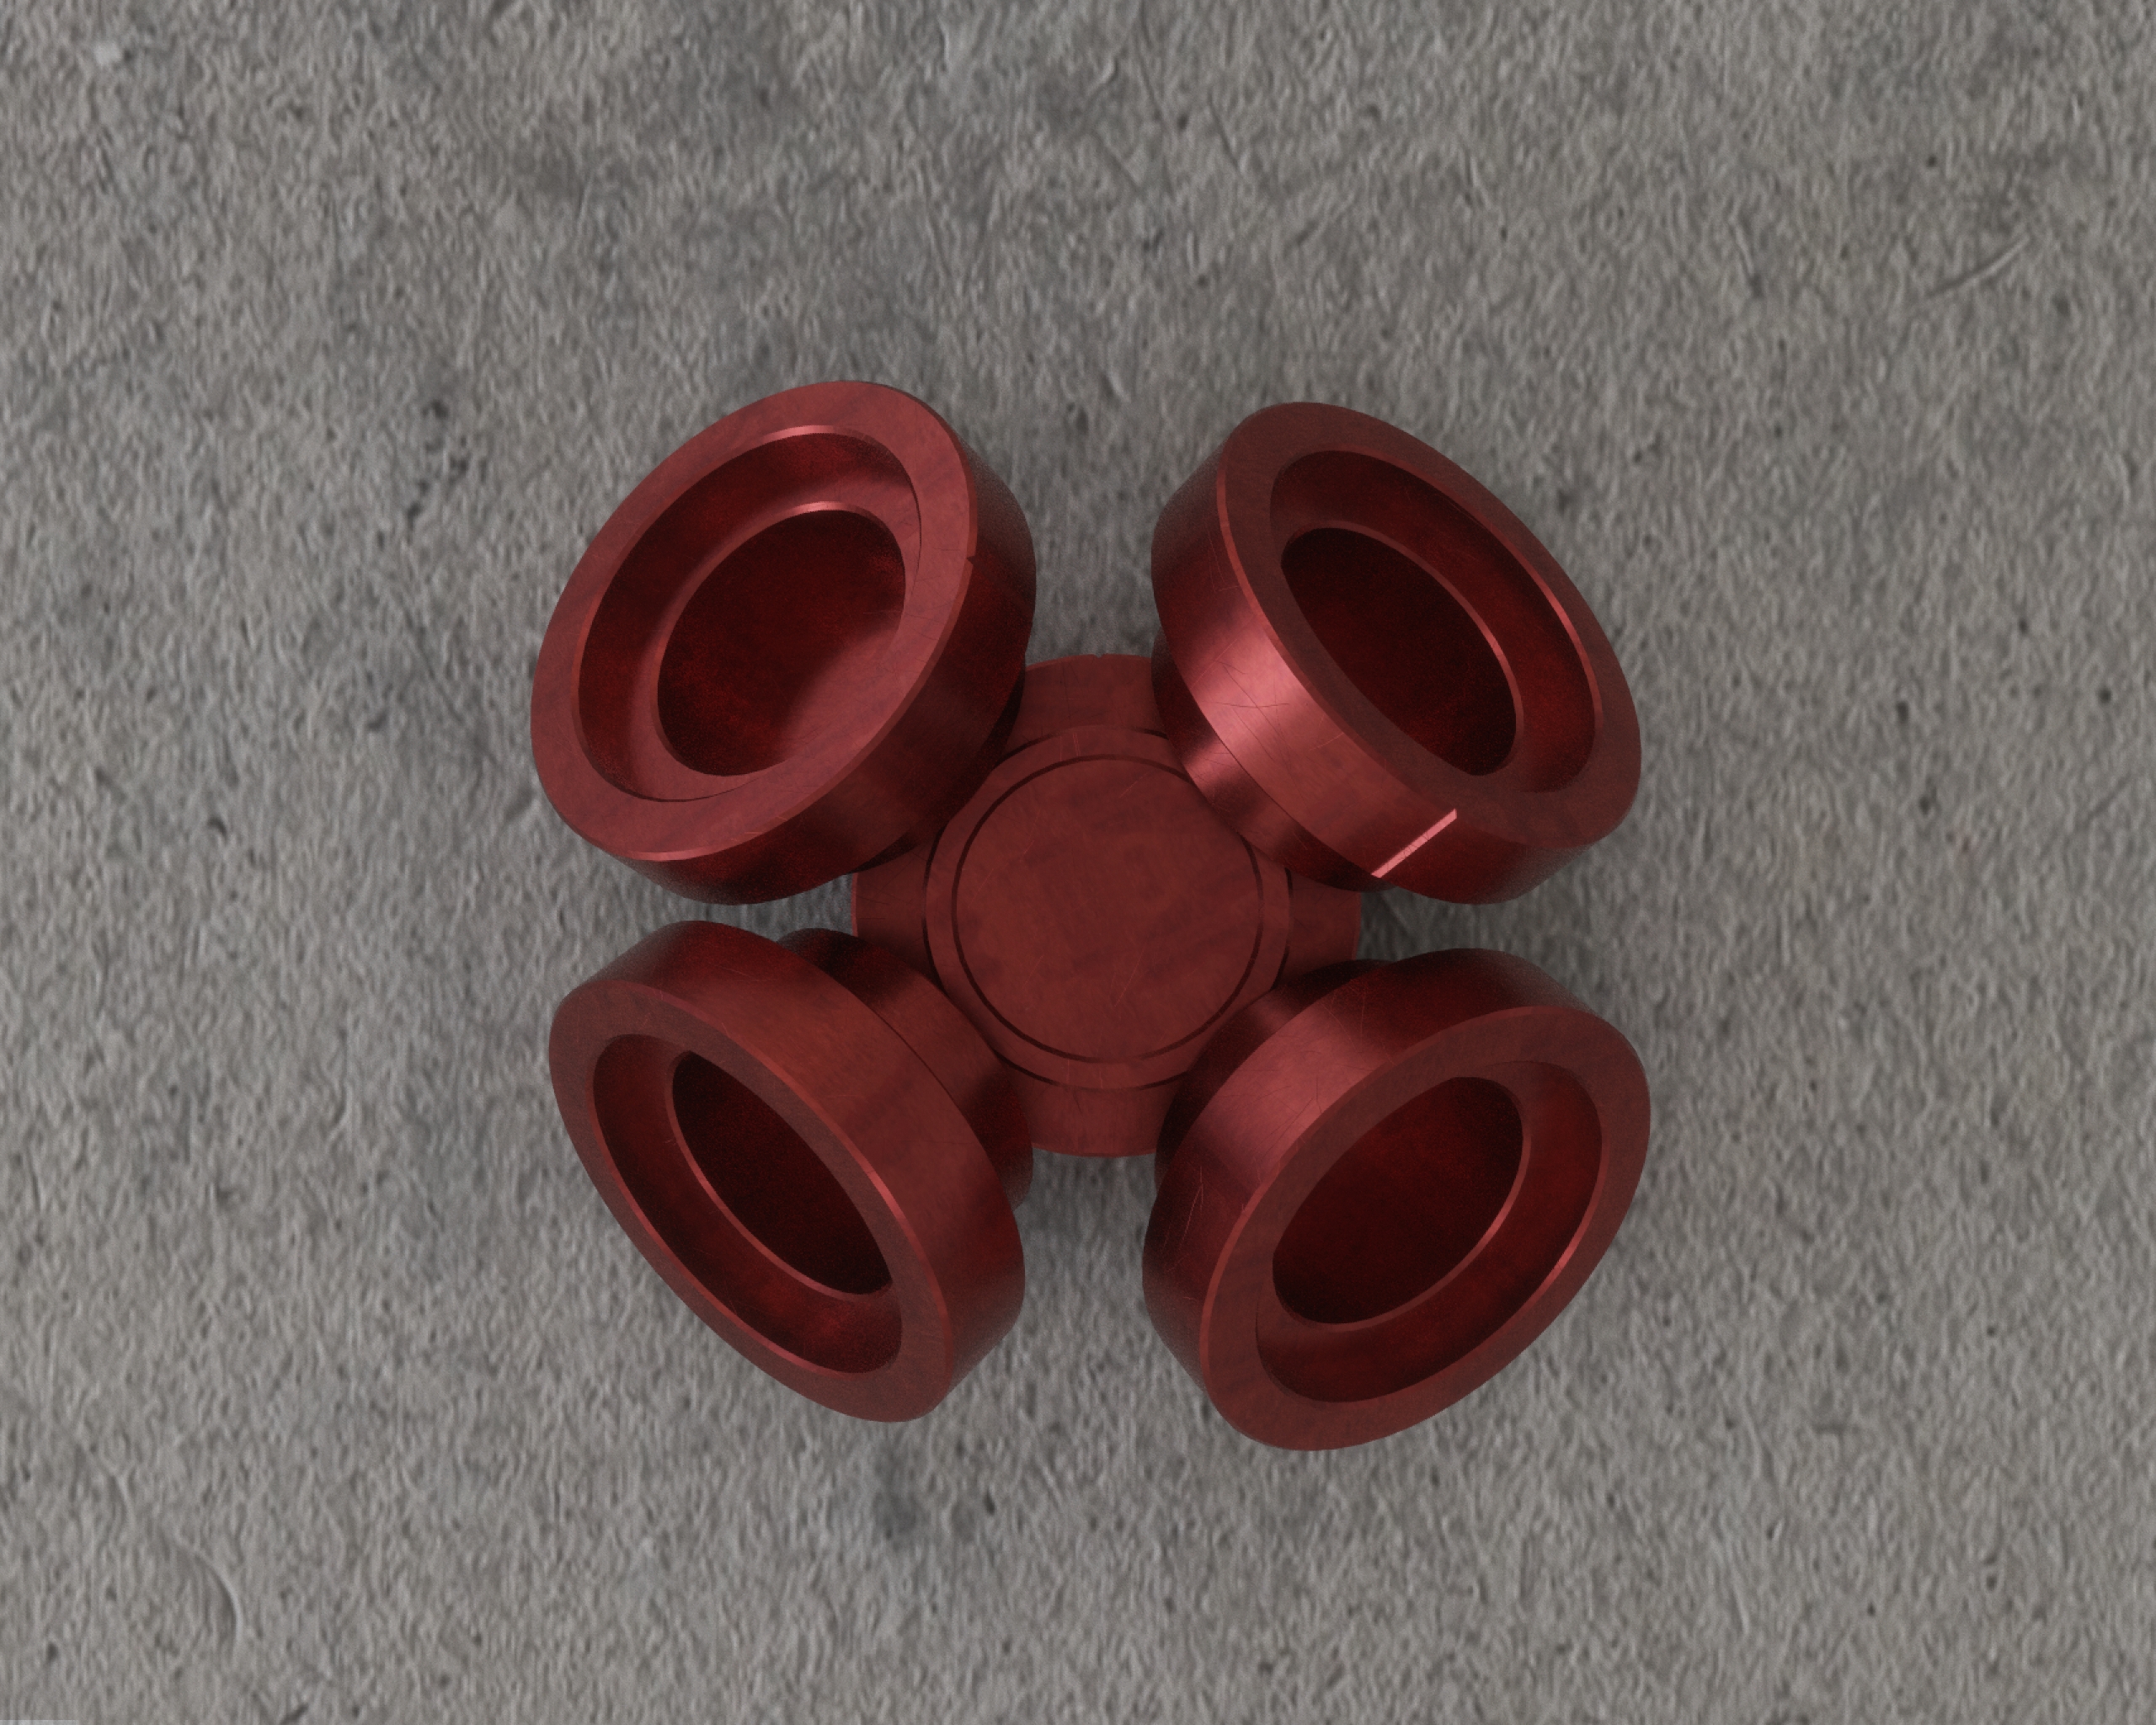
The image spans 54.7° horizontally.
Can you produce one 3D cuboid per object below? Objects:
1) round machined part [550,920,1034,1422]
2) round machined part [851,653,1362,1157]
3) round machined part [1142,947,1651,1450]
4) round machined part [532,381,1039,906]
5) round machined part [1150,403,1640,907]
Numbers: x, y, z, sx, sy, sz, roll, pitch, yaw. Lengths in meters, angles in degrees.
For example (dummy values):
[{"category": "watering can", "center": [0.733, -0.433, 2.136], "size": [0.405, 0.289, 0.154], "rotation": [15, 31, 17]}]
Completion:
[{"category": "round machined part", "center": [-0.047, 0.051, 0.383], "size": [0.098, 0.098, 0.042], "rotation": [50, 53, 0]}, {"category": "round machined part", "center": [0.006, 0.008, 0.401], "size": [0.099, 0.042, 0.097], "rotation": [0, 90, 0]}, {"category": "round machined part", "center": [0.054, 0.057, 0.385], "size": [0.099, 0.042, 0.097], "rotation": [-17, 127, -24]}, {"category": "round machined part", "center": [-0.049, -0.036, 0.384], "size": [0.098, 0.042, 0.098], "rotation": [-15, 58, 26]}, {"category": "round machined part", "center": [0.053, -0.033, 0.384], "size": [0.098, 0.099, 0.042], "rotation": [47, 130, 0]}]
